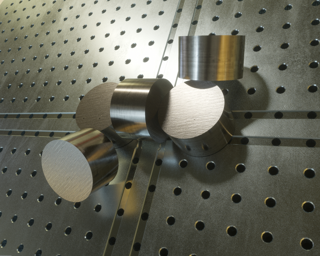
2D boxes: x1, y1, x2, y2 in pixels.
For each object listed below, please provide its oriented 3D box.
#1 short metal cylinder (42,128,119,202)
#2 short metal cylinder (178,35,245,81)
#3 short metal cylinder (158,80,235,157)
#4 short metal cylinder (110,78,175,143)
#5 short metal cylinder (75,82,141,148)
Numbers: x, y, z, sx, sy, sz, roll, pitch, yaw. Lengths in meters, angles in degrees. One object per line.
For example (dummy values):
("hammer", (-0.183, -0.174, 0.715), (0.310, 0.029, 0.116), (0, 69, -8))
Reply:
("short metal cylinder", (-0.100, 0.045, 0.389), (0.080, 0.050, 0.079), (9, 110, 26))
("short metal cylinder", (0.063, -0.088, 0.385), (0.080, 0.081, 0.050), (9, 108, 32))
("short metal cylinder", (0.045, -0.012, 0.374), (0.080, 0.050, 0.080), (-13, 56, 20))
("short metal cylinder", (-0.018, -0.023, 0.395), (0.050, 0.080, 0.080), (5, 64, 30))
("short metal cylinder", (-0.070, -0.018, 0.437), (0.080, 0.050, 0.080), (-13, 56, 20))
